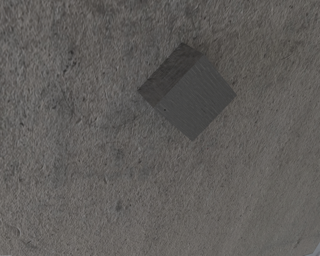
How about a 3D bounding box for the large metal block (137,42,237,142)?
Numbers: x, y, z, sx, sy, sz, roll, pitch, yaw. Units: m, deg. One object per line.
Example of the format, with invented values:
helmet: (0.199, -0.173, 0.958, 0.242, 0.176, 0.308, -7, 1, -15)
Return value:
large metal block: (0.034, -0.043, 0.382, 0.080, 0.050, 0.080, -47, 129, 5)
